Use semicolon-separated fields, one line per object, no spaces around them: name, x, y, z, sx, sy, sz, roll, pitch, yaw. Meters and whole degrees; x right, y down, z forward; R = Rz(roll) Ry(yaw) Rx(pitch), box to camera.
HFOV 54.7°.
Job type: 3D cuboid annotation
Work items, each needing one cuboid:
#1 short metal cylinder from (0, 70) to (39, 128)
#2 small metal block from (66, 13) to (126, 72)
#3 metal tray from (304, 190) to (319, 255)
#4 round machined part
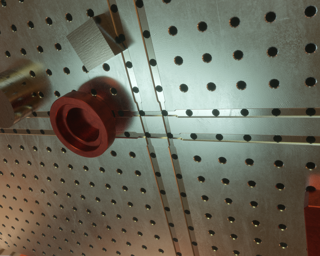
short metal cylinder;-0.243;-0.046;0.492;0.080;0.050;0.079;13;124;20
small metal block;-0.080;-0.106;0.386;0.050;0.025;0.050;-20;108;35
metal tray;0.228;0.138;0.373;0.090;0.030;0.129;-2;118;28
round machined part;-0.106;-0.009;0.449;0.098;0.042;0.097;13;124;20
